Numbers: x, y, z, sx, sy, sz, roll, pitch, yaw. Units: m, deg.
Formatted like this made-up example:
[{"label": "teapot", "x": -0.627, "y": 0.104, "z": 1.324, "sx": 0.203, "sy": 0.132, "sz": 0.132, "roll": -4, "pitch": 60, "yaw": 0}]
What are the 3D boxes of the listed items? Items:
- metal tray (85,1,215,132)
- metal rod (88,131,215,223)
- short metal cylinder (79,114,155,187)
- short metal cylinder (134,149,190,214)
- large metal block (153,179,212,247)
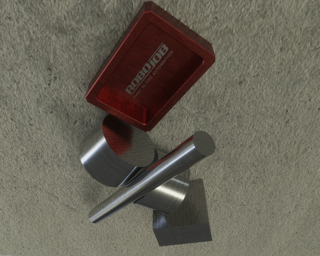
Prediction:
[{"label": "metal tray", "x": -0.014, "y": -0.062, "z": 0.351, "sx": 0.090, "sy": 0.030, "sz": 0.129, "roll": 29, "pitch": 124, "yaw": -23}, {"label": "metal rod", "x": -0.032, "y": 0.079, "z": 0.396, "sx": 0.025, "sy": 0.025, "sz": 0.299, "roll": 24, "pitch": 143, "yaw": -19}, {"label": "short metal cylinder", "x": -0.054, "y": 0.028, "z": 0.394, "sx": 0.080, "sy": 0.080, "sz": 0.050, "roll": 33, "pitch": 123, "yaw": -25}, {"label": "short metal cylinder", "x": -0.001, "y": 0.074, "z": 0.435, "sx": 0.050, "sy": 0.080, "sz": 0.080, "roll": 24, "pitch": 126, "yaw": -20}, {"label": "large metal block", "x": 0.034, "y": 0.131, "z": 0.483, "sx": 0.080, "sy": 0.080, "sz": 0.050, "roll": -9, "pitch": 130, "yaw": 7}]
